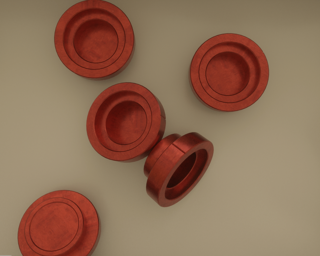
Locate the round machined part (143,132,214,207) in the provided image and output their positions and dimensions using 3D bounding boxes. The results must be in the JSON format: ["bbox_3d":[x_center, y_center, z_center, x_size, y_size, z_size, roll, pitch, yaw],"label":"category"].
[{"bbox_3d":[0.019,0.046,0.383,0.042,0.098,0.098,37,90,30],"label":"round machined part"}]

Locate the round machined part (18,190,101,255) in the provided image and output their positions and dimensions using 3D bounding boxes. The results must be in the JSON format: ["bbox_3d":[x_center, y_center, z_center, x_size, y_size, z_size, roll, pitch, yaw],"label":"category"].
[{"bbox_3d":[-0.125,0.124,0.382,0.099,0.042,0.098,1,63,-2],"label":"round machined part"}]

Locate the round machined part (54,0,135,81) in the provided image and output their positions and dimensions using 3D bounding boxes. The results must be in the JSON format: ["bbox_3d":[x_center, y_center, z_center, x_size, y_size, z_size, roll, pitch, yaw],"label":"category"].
[{"bbox_3d":[-0.081,-0.110,0.402,0.099,0.042,0.097,0,90,-1],"label":"round machined part"}]

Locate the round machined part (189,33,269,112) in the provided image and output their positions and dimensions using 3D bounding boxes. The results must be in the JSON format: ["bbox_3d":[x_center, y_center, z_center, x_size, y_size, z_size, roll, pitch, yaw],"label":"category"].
[{"bbox_3d":[0.086,-0.069,0.404,0.099,0.042,0.097,0,90,-1],"label":"round machined part"}]

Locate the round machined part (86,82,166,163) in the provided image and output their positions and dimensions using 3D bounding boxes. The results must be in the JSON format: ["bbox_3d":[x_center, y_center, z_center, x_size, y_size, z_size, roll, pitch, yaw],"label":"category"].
[{"bbox_3d":[-0.039,-0.005,0.391,0.098,0.042,0.098,-4,77,18],"label":"round machined part"}]
